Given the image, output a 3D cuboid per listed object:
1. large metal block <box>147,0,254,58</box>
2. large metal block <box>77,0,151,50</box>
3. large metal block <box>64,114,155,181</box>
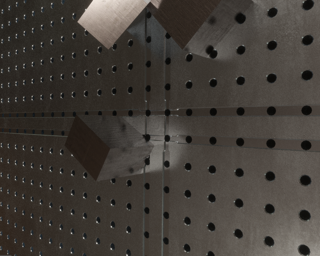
[{"bbox_3d":[0.043,-0.142,0.356,0.080,0.050,0.080,-49,61,28],"label":"large metal block"},{"bbox_3d":[-0.051,-0.161,0.405,0.050,0.080,0.080,41,124,-16],"label":"large metal block"},{"bbox_3d":[-0.070,0.024,0.429,0.080,0.081,0.050,39,114,33],"label":"large metal block"}]
